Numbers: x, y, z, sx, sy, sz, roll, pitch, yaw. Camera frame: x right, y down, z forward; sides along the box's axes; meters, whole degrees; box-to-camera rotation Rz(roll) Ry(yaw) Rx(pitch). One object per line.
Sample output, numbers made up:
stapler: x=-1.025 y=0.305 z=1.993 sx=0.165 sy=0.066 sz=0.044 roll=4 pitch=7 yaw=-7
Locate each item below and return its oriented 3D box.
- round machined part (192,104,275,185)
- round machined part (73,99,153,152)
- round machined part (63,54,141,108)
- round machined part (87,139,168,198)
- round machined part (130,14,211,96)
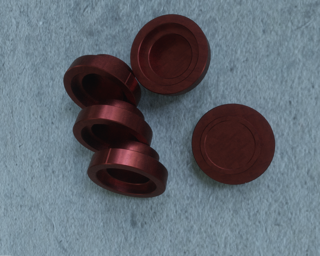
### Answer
round machined part: x=0.085 y=0.019 z=0.370 sx=0.098 sy=0.042 sz=0.097 roll=0 pitch=90 yaw=19
round machined part: x=-0.058 y=-0.001 z=0.399 sx=0.098 sy=0.098 sz=0.042 roll=-1 pitch=56 yaw=19
round machined part: x=-0.071 y=-0.057 z=0.405 sx=0.098 sy=0.098 sz=0.042 roll=6 pitch=52 yaw=19
round machined part: x=-0.038 y=0.050 z=0.392 sx=0.098 sy=0.098 sz=0.042 roll=-1 pitch=55 yaw=19
round machined part: x=0.016 y=-0.089 z=0.393 sx=0.098 sy=0.042 sz=0.097 roll=0 pitch=89 yaw=18
